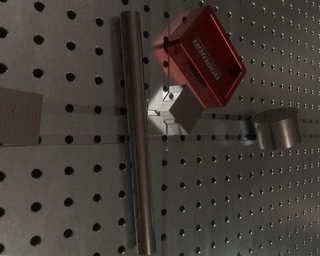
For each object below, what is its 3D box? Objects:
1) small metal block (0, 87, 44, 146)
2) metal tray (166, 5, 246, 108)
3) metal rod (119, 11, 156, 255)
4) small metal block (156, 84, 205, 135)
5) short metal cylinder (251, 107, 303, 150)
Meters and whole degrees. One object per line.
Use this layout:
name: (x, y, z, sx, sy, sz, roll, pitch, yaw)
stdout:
small metal block: (-0.142, -0.010, 0.291, 0.050, 0.025, 0.050, 7, 85, -40)
metal tray: (0.075, -0.105, 0.470, 0.130, 0.030, 0.090, 50, 60, -29)
metal rod: (-0.027, 0.009, 0.388, 0.025, 0.025, 0.298, -7, 95, -40)
small metal block: (0.030, -0.025, 0.437, 0.050, 0.025, 0.050, 49, 61, -29)
short metal cylinder: (0.208, 0.000, 0.551, 0.081, 0.080, 0.050, -28, 108, -37)
